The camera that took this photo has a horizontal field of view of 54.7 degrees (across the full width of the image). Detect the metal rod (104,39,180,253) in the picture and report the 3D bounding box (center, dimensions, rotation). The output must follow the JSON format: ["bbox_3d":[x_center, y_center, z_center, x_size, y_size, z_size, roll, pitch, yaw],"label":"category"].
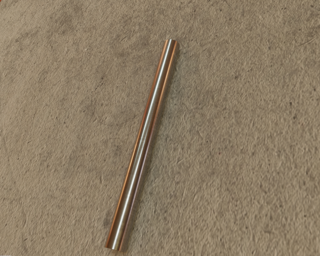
[{"bbox_3d":[-0.016,0.005,0.409,0.025,0.025,0.300,0,62,28],"label":"metal rod"}]
